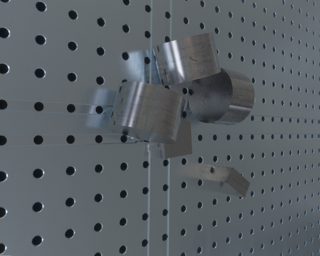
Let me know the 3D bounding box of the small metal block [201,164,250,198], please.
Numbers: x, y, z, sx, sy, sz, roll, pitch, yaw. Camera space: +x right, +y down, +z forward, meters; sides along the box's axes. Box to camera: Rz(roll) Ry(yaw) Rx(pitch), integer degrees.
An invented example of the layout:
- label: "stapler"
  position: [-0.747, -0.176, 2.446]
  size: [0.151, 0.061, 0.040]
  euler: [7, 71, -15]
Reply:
- label: "small metal block"
  position: [0.102, 0.082, 0.479]
  size: [0.050, 0.050, 0.025]
  euler: [40, 66, -33]

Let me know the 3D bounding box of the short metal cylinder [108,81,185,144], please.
- label: "short metal cylinder"
  position: [-0.015, -0.016, 0.361]
  size: [0.080, 0.080, 0.050]
  euler: [22, 77, -38]

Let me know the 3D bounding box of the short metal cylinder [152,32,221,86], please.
- label: "short metal cylinder"
  position: [0.034, -0.089, 0.402]
  size: [0.081, 0.080, 0.050]
  euler: [-23, 105, -38]

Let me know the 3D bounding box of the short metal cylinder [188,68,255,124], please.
- label: "short metal cylinder"
  position: [0.087, -0.045, 0.447]
  size: [0.050, 0.080, 0.080]
  euler: [4, 88, -40]

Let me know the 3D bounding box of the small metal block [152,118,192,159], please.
- label: "small metal block"
  position: [0.016, 0.013, 0.423]
  size: [0.050, 0.025, 0.050]
  euler: [-6, 94, -40]
